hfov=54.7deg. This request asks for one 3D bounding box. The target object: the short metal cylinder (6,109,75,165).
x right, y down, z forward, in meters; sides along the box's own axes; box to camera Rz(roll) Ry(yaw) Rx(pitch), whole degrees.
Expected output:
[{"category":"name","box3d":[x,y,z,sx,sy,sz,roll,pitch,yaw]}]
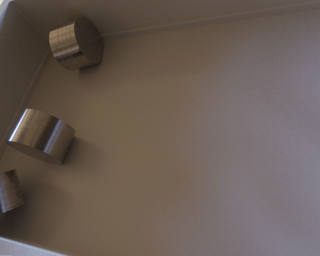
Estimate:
[{"category":"short metal cylinder","box3d":[-0.171,0.014,0.449,0.080,0.080,0.050,5,65,30]}]

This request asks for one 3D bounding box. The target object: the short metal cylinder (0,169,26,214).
[{"category":"short metal cylinder","box3d":[-0.233,0.092,0.424,0.080,0.080,0.050,-16,89,18]}]

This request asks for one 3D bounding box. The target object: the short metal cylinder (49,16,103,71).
[{"category":"short metal cylinder","box3d":[-0.141,-0.143,0.530,0.050,0.080,0.080,-12,57,22]}]
